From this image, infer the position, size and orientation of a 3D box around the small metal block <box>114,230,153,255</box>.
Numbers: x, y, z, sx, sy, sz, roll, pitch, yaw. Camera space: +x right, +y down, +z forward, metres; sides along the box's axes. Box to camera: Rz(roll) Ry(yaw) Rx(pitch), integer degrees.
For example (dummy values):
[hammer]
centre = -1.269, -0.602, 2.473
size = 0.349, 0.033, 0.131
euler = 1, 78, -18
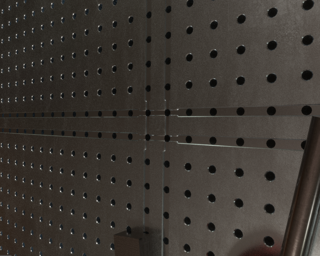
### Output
[small metal block]
centre = -0.038, 0.176, 0.438
size = 0.050, 0.025, 0.050
euler = -8, 85, 39

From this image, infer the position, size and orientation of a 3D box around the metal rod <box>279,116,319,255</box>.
[metal rod]
centre = 0.128, 0.137, 0.302
size = 0.025, 0.025, 0.298
euler = 16, 100, 38
